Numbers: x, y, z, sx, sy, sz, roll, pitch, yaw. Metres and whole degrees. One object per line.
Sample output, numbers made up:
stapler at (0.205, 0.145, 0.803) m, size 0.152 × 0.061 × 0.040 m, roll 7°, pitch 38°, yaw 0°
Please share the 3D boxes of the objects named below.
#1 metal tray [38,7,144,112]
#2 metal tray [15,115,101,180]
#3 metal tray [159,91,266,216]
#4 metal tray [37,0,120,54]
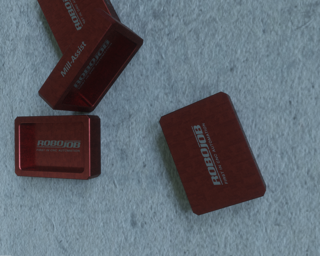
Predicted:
metal tray at (-0.086, -0.081, 0.403) m, size 0.030 × 0.090 × 0.130 m, roll 42°, pitch 103°, yaw 15°
metal tray at (-0.152, 0.027, 0.458) m, size 0.130 × 0.030 × 0.089 m, roll 0°, pitch 90°, yaw 19°
metal tray at (0.064, 0.031, 0.383) m, size 0.090 × 0.030 × 0.129 m, roll -23°, pitch 83°, yaw 18°
metal tray at (-0.119, -0.171, 0.447) m, size 0.090 × 0.030 × 0.130 m, roll -29°, pitch 81°, yaw 17°
